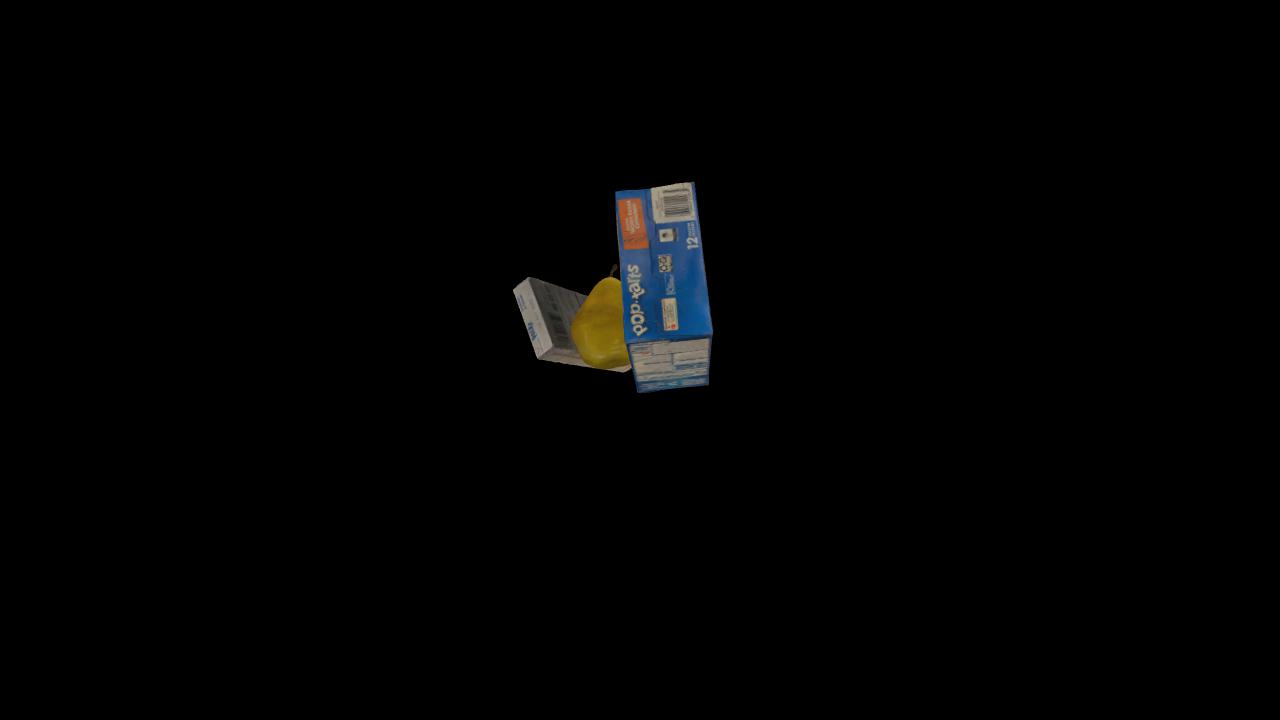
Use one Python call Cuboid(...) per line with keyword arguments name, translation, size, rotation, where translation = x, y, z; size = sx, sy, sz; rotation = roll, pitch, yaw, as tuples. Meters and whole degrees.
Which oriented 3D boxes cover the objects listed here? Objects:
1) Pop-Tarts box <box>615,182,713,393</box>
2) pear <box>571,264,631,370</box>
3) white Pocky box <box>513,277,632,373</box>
Cuboid(name="Pop-Tarts box", translation=(0.025, -0.069, 0.635), size=(0.083, 0.167, 0.141), rotation=(-5, -21, 3))
Cuboid(name="pear", translation=(-0.035, -0.048, 0.633), size=(0.080, 0.111, 0.080), rotation=(-10, -17, -3))
Cuboid(name="white Pocky box", translation=(-0.065, -0.034, 0.661), size=(0.028, 0.084, 0.154), rotation=(-33, -22, 24))
